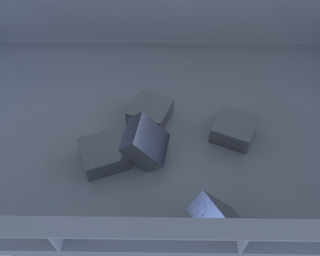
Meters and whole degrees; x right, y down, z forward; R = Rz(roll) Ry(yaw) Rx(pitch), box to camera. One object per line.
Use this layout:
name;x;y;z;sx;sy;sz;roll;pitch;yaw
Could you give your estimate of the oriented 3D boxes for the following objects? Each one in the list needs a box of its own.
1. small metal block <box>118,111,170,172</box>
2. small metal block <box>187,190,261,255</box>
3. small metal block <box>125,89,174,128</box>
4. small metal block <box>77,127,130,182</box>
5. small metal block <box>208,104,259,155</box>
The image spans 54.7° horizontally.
small metal block;-0.018;0.017;0.372;0.025;0.050;0.050;-25;37;37
small metal block;0.061;0.093;0.299;0.025;0.050;0.050;-50;34;7
small metal block;-0.013;-0.022;0.423;0.050;0.025;0.050;17;52;14
small metal block;-0.069;0.032;0.378;0.050;0.025;0.050;-16;52;-13
small metal block;0.096;0.001;0.405;0.050;0.025;0.050;19;52;15
